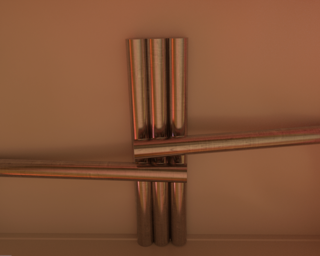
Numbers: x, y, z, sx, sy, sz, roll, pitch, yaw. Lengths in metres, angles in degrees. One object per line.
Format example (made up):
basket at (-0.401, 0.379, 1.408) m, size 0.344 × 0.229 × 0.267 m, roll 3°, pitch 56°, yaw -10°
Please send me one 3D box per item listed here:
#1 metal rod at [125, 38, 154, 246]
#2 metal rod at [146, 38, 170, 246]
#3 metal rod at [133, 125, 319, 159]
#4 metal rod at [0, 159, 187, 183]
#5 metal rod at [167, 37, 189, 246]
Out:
metal rod at (-0.025, 0.033, 0.422) m, size 0.025 × 0.025 × 0.298 m, roll -1°, pitch 110°, yaw 0°
metal rod at (-0.001, 0.032, 0.422) m, size 0.025 × 0.025 × 0.298 m, roll -1°, pitch 110°, yaw 0°
metal rod at (0.118, 0.016, 0.399) m, size 0.302 × 0.025 × 0.025 m, roll -4°, pitch 110°, yaw -6°
metal rod at (-0.115, 0.056, 0.412) m, size 0.302 × 0.025 × 0.025 m, roll 1°, pitch 110°, yaw 5°
metal rod at (0.025, 0.032, 0.422) m, size 0.025 × 0.025 × 0.298 m, roll -1°, pitch 110°, yaw 0°
